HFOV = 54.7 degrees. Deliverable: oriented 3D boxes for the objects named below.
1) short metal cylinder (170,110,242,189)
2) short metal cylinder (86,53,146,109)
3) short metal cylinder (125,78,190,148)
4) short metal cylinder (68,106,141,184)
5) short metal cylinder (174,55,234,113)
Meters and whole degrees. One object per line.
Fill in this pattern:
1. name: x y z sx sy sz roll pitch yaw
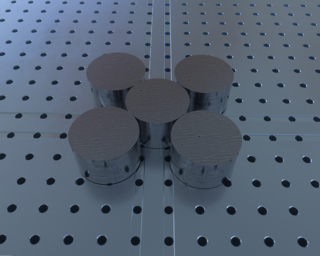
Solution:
1. short metal cylinder: 0.052 0.025 0.370 0.081 0.050 0.080 0 50 0
2. short metal cylinder: -0.060 -0.063 0.443 0.081 0.050 0.080 0 50 0
3. short metal cylinder: -0.003 -0.020 0.407 0.081 0.050 0.080 0 50 0
4. short metal cylinder: -0.064 0.020 0.372 0.081 0.050 0.080 0 50 0
5. short metal cylinder: 0.060 -0.059 0.439 0.081 0.050 0.080 0 50 0
